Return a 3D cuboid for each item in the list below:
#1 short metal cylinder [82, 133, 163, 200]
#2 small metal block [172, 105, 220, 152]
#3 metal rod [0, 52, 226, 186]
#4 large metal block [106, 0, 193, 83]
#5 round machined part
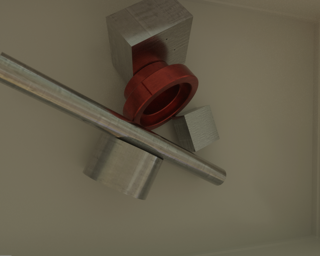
[{"bbox_3d":[-0.043,0.045,0.366,0.080,0.080,0.050,27,82,-19],"label":"short metal cylinder"},{"bbox_3d":[0.050,0.001,0.423,0.050,0.025,0.050,-23,99,-37],"label":"small metal block"},{"bbox_3d":[-0.030,0.006,0.347,0.301,0.025,0.025,29,80,-32],"label":"metal rod"},{"bbox_3d":[-0.013,-0.102,0.370,0.080,0.080,0.050,-32,68,-18],"label":"large metal block"},{"bbox_3d":[-0.004,-0.042,0.379,0.099,0.098,0.042,-32,69,-17],"label":"round machined part"}]
